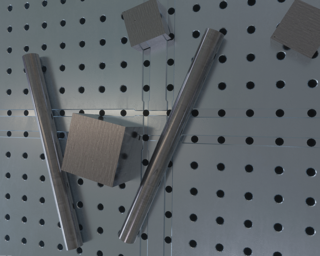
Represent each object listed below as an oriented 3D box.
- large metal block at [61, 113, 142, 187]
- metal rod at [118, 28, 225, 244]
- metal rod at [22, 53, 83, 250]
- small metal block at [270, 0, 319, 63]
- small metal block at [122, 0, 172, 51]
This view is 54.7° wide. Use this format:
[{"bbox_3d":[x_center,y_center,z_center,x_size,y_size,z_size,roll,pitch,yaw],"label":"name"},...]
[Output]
[{"bbox_3d":[-0.080,0.028,0.427,0.080,0.050,0.079,14,95,19],"label":"large metal block"},{"bbox_3d":[0.012,0.016,0.408,0.025,0.025,0.298,25,98,18],"label":"metal rod"},{"bbox_3d":[-0.164,0.032,0.470,0.025,0.025,0.298,-17,85,19],"label":"metal rod"},{"bbox_3d":[0.163,-0.111,0.355,0.050,0.025,0.050,34,101,16],"label":"small metal block"},{"bbox_3d":[-0.018,-0.139,0.419,0.050,0.025,0.050,-17,85,19],"label":"small metal block"}]
